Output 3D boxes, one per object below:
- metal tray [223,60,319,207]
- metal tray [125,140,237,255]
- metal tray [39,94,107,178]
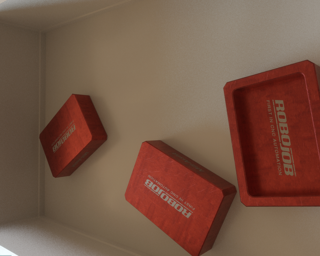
[{"bbox_3d":[0.118,0.009,0.305,0.090,0.030,0.129,-12,82,39],"label":"metal tray"},{"bbox_3d":[0.019,0.082,0.386,0.130,0.030,0.089,30,109,35],"label":"metal tray"},{"bbox_3d":[-0.151,0.015,0.525,0.129,0.030,0.090,-41,65,32],"label":"metal tray"}]
